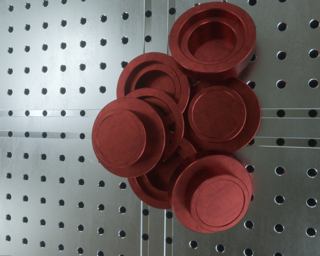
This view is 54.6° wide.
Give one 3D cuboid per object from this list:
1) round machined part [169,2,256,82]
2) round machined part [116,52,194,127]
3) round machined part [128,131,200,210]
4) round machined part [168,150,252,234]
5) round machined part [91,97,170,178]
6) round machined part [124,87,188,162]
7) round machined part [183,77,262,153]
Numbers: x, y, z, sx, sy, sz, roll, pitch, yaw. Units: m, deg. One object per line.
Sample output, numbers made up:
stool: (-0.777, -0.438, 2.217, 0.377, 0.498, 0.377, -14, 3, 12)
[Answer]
round machined part: (0.062, -0.097, 0.370, 0.098, 0.042, 0.098, -4, 68, 11)
round machined part: (-0.004, -0.046, 0.405, 0.098, 0.042, 0.097, 0, 90, 20)
round machined part: (0.010, 0.051, 0.400, 0.098, 0.042, 0.097, 0, 90, 20)
round machined part: (0.062, 0.078, 0.356, 0.099, 0.042, 0.097, -3, 103, -12)
round machined part: (-0.041, 0.012, 0.373, 0.098, 0.042, 0.097, 0, 90, 20)
round machined part: (-0.010, -0.002, 0.407, 0.098, 0.042, 0.097, 0, 90, 20)
round machined part: (0.072, -0.016, 0.378, 0.098, 0.042, 0.097, 0, 90, 20)
